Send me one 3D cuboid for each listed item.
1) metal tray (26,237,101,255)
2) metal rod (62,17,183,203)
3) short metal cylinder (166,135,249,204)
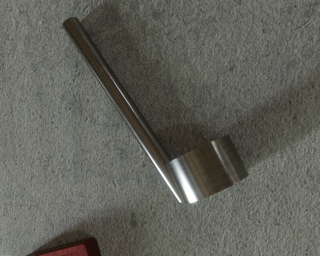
[{"bbox_3d":[-0.143,0.222,0.454,0.130,0.030,0.090,-20,83,18],"label":"metal tray"},{"bbox_3d":[-0.049,-0.032,0.424,0.025,0.025,0.299,-37,79,16],"label":"metal rod"},{"bbox_3d":[0.054,0.048,0.360,0.080,0.080,0.050,-28,81,17],"label":"short metal cylinder"}]
